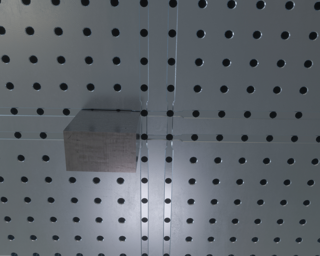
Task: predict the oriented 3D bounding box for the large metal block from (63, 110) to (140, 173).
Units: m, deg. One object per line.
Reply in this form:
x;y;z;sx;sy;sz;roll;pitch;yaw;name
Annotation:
-0.067;0.014;0.389;0.080;0.080;0.050;2;110;-1;large metal block
